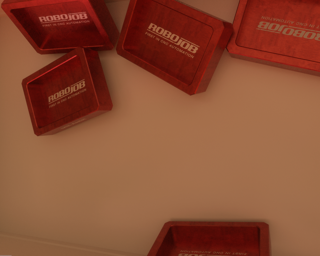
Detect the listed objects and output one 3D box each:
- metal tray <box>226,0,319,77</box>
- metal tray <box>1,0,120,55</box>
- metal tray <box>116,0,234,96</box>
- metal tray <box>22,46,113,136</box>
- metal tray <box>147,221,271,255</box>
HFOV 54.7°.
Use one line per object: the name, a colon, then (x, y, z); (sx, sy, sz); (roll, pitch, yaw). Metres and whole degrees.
metal tray: (0.152, -0.115, 0.353); (0.130, 0.030, 0.089); (18, 96, 19)
metal tray: (-0.132, -0.146, 0.421); (0.130, 0.090, 0.030); (2, 58, 20)
metal tray: (0.012, -0.109, 0.382); (0.130, 0.030, 0.089); (33, 117, 23)
metal tray: (-0.136, -0.049, 0.444); (0.130, 0.030, 0.090); (-19, 84, 28)
metal tray: (0.057, 0.144, 0.353); (0.130, 0.090, 0.030); (-5, 103, 20)
